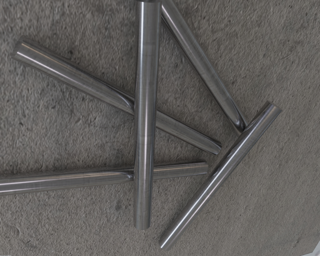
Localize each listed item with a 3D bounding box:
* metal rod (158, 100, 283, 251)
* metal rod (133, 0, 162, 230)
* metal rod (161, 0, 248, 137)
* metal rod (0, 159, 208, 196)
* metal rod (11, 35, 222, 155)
[{"bbox_3d":[0.084,0.085,0.484,0.025,0.025,0.298,18,115,-35],"label":"metal rod"},{"bbox_3d":[-0.018,0.008,0.367,0.025,0.025,0.298,-11,123,-23],"label":"metal rod"},{"bbox_3d":[0.061,-0.069,0.396,0.025,0.025,0.300,-43,130,1],"label":"metal rod"},{"bbox_3d":[-0.066,0.062,0.408,0.303,0.025,0.025,-1,119,-28],"label":"metal rod"},{"bbox_3d":[-0.024,-0.023,0.378,0.301,0.025,0.025,26,104,-37],"label":"metal rod"}]
